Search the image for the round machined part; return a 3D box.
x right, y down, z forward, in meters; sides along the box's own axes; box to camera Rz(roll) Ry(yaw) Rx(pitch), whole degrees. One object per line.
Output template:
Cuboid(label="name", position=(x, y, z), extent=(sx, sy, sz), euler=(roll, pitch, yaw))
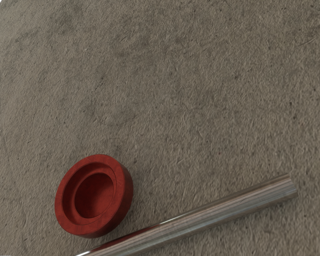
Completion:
Cuboid(label="round machined part", position=(-0.075, 0.085, 0.379), extent=(0.098, 0.042, 0.098), euler=(-13, 56, 20))

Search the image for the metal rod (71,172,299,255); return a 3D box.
Cuboid(label="metal rod", position=(-0.004, 0.116, 0.333), extent=(0.301, 0.025, 0.025), euler=(-25, 53, 12))
